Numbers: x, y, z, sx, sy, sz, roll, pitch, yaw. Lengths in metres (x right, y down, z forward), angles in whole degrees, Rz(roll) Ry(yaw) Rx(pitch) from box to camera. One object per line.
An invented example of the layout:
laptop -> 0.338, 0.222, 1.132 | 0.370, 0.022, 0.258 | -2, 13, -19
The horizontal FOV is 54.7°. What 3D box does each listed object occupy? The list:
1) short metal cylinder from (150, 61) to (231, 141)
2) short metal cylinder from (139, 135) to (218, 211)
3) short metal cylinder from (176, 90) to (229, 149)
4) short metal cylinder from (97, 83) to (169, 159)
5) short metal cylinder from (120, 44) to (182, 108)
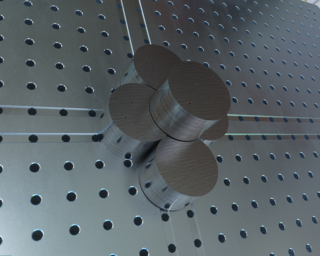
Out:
short metal cylinder -> 0.035, -0.031, 0.364 | 0.081, 0.050, 0.080 | 14, 56, -21
short metal cylinder -> 0.022, 0.052, 0.371 | 0.081, 0.050, 0.080 | 14, 54, -20
short metal cylinder -> 0.045, -0.008, 0.420 | 0.081, 0.050, 0.080 | 14, 56, -21
short metal cylinder -> -0.031, -0.008, 0.380 | 0.081, 0.050, 0.080 | 14, 56, -21
short metal cylinder -> -0.008, -0.068, 0.428 | 0.081, 0.050, 0.080 | 14, 56, -22
